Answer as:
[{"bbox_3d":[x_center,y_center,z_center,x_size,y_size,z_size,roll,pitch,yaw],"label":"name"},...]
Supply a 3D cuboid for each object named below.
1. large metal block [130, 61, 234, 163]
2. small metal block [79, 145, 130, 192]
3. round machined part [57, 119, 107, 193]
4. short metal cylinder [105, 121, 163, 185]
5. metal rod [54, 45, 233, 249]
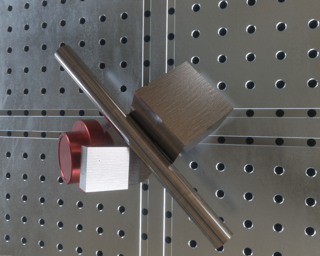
[{"bbox_3d":[0.023,-0.020,0.364,0.080,0.050,0.080,-35,75,-28],"label":"large metal block"},{"bbox_3d":[-0.065,0.046,0.363,0.025,0.050,0.050,5,93,60],"label":"small metal block"},{"bbox_3d":[-0.106,0.038,0.409,0.098,0.042,0.097,10,102,57],"label":"round machined part"},{"bbox_3d":[-0.032,0.031,0.406,0.080,0.050,0.079,0,90,20],"label":"short metal cylinder"},{"bbox_3d":[-0.028,0.012,0.365,0.025,0.025,0.300,-45,76,14],"label":"metal rod"}]
